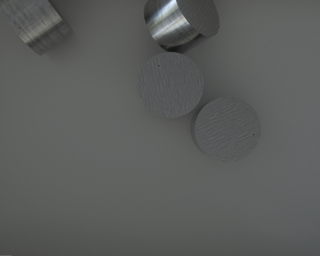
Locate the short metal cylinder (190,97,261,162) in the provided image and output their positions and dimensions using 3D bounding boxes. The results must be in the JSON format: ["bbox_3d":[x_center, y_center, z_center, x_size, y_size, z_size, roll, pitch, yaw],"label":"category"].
[{"bbox_3d":[0.082,0.002,0.400,0.081,0.050,0.079,0,90,-1],"label":"short metal cylinder"}]

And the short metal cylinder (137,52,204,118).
[{"bbox_3d":[0.013,-0.053,0.397,0.081,0.050,0.079,0,92,0],"label":"short metal cylinder"}]

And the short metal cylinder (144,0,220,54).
[{"bbox_3d":[0.027,-0.136,0.378,0.050,0.081,0.080,-22,90,43],"label":"short metal cylinder"}]

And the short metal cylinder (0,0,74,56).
[{"bbox_3d":[-0.152,-0.137,0.382,0.050,0.080,0.080,-35,90,0],"label":"short metal cylinder"}]
